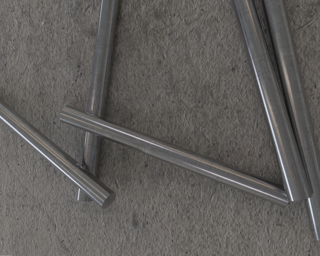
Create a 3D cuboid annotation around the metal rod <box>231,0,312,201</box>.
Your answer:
[{"bbox_3d":[0.118,-0.068,0.356,0.025,0.025,0.299,-16,81,19],"label":"metal rod"}]

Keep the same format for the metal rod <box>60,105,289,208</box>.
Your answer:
[{"bbox_3d":[0.009,0.030,0.390,0.301,0.025,0.025,20,97,13],"label":"metal rod"}]

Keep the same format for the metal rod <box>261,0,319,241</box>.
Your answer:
[{"bbox_3d":[0.155,-0.026,0.353,0.025,0.025,0.298,-12,86,19],"label":"metal rod"}]

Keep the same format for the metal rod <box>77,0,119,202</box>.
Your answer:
[{"bbox_3d":[-0.088,-0.045,0.439,0.025,0.025,0.298,9,93,20],"label":"metal rod"}]

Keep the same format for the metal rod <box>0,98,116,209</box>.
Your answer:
[{"bbox_3d":[-0.181,0.018,0.455,0.300,0.025,0.025,33,101,23],"label":"metal rod"}]
